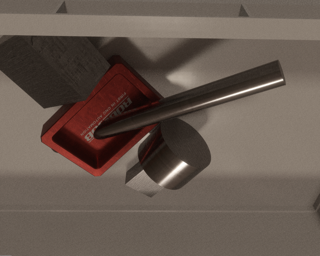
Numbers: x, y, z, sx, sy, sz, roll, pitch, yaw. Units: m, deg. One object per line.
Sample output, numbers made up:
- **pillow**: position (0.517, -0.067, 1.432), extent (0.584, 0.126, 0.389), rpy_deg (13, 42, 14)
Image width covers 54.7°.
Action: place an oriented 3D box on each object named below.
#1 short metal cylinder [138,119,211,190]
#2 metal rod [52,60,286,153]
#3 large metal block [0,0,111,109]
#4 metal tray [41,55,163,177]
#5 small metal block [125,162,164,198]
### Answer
- **short metal cylinder**: position (0.019, 0.032, 0.401), extent (0.080, 0.080, 0.050), rpy_deg (29, 124, -23)
- **metal rod**: position (-0.014, -0.015, 0.358), extent (0.300, 0.025, 0.025), rpy_deg (-16, 130, 27)
- **large metal block**: position (-0.112, -0.068, 0.312), extent (0.080, 0.050, 0.080), rpy_deg (-5, 138, 42)
- **metal tray**: position (-0.064, -0.011, 0.372), extent (0.130, 0.030, 0.090), rpy_deg (-42, 120, 11)
- **small metal block**: position (-0.017, 0.075, 0.473), extent (0.050, 0.025, 0.050), rpy_deg (33, 123, -25)
